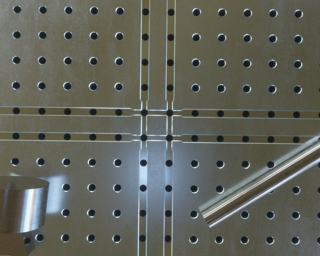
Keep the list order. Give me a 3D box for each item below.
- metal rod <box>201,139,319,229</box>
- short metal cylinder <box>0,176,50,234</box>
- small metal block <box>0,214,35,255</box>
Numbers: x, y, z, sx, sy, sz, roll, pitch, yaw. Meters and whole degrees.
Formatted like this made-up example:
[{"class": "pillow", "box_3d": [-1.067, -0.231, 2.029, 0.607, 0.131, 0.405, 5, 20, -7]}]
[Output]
[{"class": "metal rod", "box_3d": [0.190, 0.045, 0.414, 0.301, 0.025, 0.025, -31, 90, 0]}, {"class": "short metal cylinder", "box_3d": [-0.182, 0.092, 0.384, 0.080, 0.080, 0.050, 6, 90, 0]}, {"class": "small metal block", "box_3d": [-0.201, 0.147, 0.412, 0.050, 0.025, 0.050, -13, 90, 0]}]
